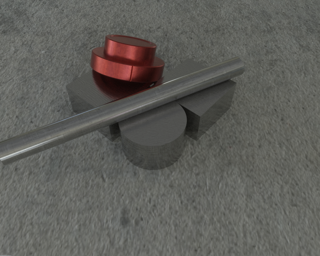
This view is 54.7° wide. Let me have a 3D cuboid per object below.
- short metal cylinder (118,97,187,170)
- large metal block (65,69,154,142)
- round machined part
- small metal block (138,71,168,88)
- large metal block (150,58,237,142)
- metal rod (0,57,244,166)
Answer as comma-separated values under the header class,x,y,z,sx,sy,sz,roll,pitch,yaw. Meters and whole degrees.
class,x,y,z,sx,sy,sz,roll,pitch,yaw
short metal cylinder,-0.009,0.005,0.383,0.081,0.050,0.080,0,50,0
large metal block,-0.065,-0.041,0.420,0.080,0.050,0.080,35,58,25
round machined part,-0.042,-0.097,0.417,0.099,0.042,0.098,10,24,-4
small metal block,-0.011,-0.063,0.457,0.050,0.025,0.050,35,58,25
large metal block,0.044,-0.041,0.424,0.080,0.050,0.080,34,58,25
metal rod,-0.030,-0.028,0.362,0.302,0.025,0.025,-22,54,-18
